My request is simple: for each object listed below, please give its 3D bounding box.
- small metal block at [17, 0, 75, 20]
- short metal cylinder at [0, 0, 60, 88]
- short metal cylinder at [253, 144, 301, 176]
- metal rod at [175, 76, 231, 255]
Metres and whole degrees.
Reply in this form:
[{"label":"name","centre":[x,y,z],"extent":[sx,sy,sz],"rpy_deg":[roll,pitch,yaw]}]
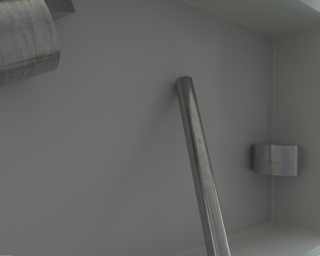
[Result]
[{"label":"small metal block","centre":[-0.114,-0.133,0.298],"extent":[0.050,0.025,0.050],"rpy_deg":[-48,124,-64]},{"label":"short metal cylinder","centre":[-0.130,-0.079,0.263],"extent":[0.050,0.080,0.080],"rpy_deg":[-30,109,-36]},{"label":"short metal cylinder","centre":[0.205,0.054,0.547],"extent":[0.081,0.080,0.050],"rpy_deg":[3,89,-40]},{"label":"metal rod","centre":[0.053,0.065,0.371],"extent":[0.025,0.025,0.299],"rpy_deg":[16,54,-39]}]
